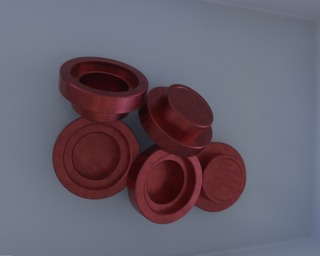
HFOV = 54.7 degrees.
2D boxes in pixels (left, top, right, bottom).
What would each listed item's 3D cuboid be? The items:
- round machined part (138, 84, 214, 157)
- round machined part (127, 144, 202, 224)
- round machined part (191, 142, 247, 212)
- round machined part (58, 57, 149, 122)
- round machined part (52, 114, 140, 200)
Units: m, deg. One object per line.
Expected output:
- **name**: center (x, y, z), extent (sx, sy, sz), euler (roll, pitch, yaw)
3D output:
- **round machined part**: center (0.026, -0.016, 0.381), extent (0.099, 0.042, 0.098), euler (24, 40, -22)
- **round machined part**: center (0.002, 0.066, 0.389), extent (0.099, 0.042, 0.097), euler (-5, 99, -33)
- **round machined part**: center (0.079, 0.068, 0.430), extent (0.099, 0.042, 0.097), euler (0, 90, -21)
- **round machined part**: center (-0.066, -0.042, 0.357), extent (0.099, 0.098, 0.042), euler (3, 125, -20)
- **round machined part**: center (-0.077, 0.033, 0.371), extent (0.099, 0.042, 0.097), euler (0, 90, -21)
